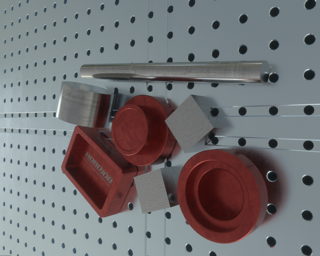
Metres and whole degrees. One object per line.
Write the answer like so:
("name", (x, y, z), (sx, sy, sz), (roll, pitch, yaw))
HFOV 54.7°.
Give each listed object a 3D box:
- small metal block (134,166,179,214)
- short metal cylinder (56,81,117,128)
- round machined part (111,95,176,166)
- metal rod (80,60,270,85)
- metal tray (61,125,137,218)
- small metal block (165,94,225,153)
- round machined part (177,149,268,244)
("small metal block", (-0.003, 0.083, 0.413), (0.050, 0.025, 0.050), (-24, 75, 37))
("short metal cylinder", (-0.110, -0.036, 0.464), (0.080, 0.081, 0.050), (23, 104, 38))
("round machined part", (-0.028, 0.003, 0.421), (0.098, 0.042, 0.097), (-3, 85, 39))
("metal rod", (-0.006, -0.075, 0.414), (0.300, 0.025, 0.025), (9, 96, 39))
("metal tray", (-0.101, 0.065, 0.489), (0.130, 0.030, 0.089), (38, 114, 33))
("small metal block", (0.041, -0.005, 0.376), (0.050, 0.025, 0.050), (-46, 63, 30))
("round machined part", (0.071, 0.071, 0.340), (0.098, 0.042, 0.097), (0, 90, 40))
